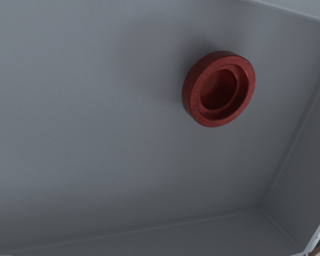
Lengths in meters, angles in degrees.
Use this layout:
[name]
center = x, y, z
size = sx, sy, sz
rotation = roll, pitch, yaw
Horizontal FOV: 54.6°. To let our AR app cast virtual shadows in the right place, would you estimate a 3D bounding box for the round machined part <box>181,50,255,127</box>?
[round machined part]
center = 0.071, -0.053, 0.403
size = 0.099, 0.042, 0.097
rotation = -14, 124, -21
